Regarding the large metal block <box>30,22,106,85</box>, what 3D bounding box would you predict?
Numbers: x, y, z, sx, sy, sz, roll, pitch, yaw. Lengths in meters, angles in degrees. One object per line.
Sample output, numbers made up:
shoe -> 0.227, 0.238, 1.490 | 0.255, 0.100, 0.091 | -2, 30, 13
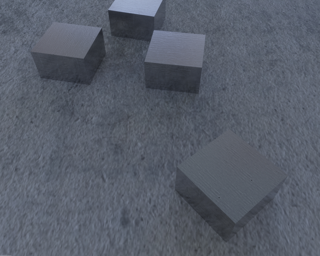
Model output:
large metal block -> -0.139, -0.118, 0.484 | 0.080, 0.050, 0.080 | 9, 51, 7

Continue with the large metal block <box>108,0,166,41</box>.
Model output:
large metal block -> -0.039, -0.204, 0.558 | 0.080, 0.050, 0.080 | 11, 51, 9

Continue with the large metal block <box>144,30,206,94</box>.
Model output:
large metal block -> 0.024, -0.102, 0.473 | 0.080, 0.050, 0.080 | 7, 50, 5

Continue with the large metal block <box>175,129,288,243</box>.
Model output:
large metal block -> 0.074, 0.060, 0.338 | 0.081, 0.050, 0.080 | -32, 57, -25
